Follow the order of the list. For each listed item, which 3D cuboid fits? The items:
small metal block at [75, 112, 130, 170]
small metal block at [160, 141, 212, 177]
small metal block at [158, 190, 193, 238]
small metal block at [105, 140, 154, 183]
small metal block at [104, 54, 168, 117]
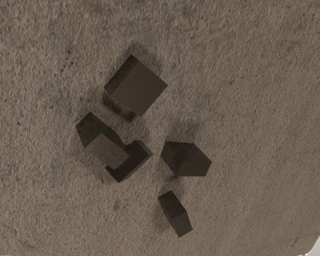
[{"bbox_3d":[-0.067,0.015,0.363,0.025,0.050,0.050,-43,129,3],"label":"small metal block"},{"bbox_3d":[0.036,0.044,0.439,0.050,0.050,0.025,6,116,-32],"label":"small metal block"},{"bbox_3d":[0.024,0.135,0.490,0.025,0.050,0.050,-27,128,-12],"label":"small metal block"},{"bbox_3d":[-0.037,0.042,0.396,0.050,0.025,0.050,-43,173,1],"label":"small metal block"},{"bbox_3d":[-0.028,-0.049,0.363,0.050,0.025,0.050,-50,129,6],"label":"small metal block"}]
